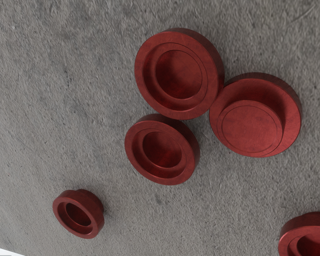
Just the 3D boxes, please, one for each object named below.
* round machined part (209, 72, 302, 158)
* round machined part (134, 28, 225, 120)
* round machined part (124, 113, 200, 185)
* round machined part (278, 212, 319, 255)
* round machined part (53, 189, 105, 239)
[{"bbox_3d":[0.101,-0.007,0.338,0.098,0.042,0.097,13,124,21],"label":"round machined part"},{"bbox_3d":[0.024,-0.061,0.343,0.098,0.042,0.097,15,124,24],"label":"round machined part"},{"bbox_3d":[0.006,0.024,0.407,0.098,0.042,0.097,13,124,21],"label":"round machined part"},{"bbox_3d":[0.199,0.142,0.379,0.098,0.042,0.097,13,124,21],"label":"round machined part"},{"bbox_3d":[-0.142,0.151,0.564,0.098,0.042,0.097,13,124,21],"label":"round machined part"}]
